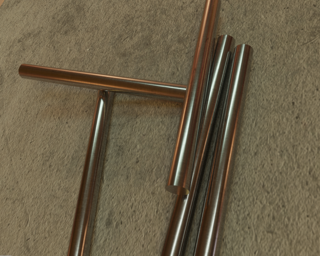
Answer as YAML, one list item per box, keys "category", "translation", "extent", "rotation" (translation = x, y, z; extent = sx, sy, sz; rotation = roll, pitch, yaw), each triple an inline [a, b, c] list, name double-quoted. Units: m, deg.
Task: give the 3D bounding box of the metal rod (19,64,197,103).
- category: "metal rod"
  translation: [-0.088, -0.068, 0.459]
  extent: [0.301, 0.025, 0.025]
  rotation: [11, 67, 22]

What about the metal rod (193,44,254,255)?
- category: "metal rod"
  translation: [0.072, 0.030, 0.347]
  extent: [0.025, 0.025, 0.300]
  rotation: [2, 62, 29]

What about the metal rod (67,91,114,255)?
- category: "metal rod"
  translation: [-0.091, 0.054, 0.418]
  extent: [0.025, 0.025, 0.299]
  rotation: [-11, 57, 22]

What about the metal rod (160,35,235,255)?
- category: "metal rod"
  translation: [0.050, 0.011, 0.370]
  extent: [0.025, 0.025, 0.300]
  rotation: [3, 63, 30]

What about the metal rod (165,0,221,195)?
- category: "metal rod"
  translation: [0.048, -0.062, 0.388]
  extent: [0.025, 0.025, 0.300]
  rotation: [-3, 55, 26]
